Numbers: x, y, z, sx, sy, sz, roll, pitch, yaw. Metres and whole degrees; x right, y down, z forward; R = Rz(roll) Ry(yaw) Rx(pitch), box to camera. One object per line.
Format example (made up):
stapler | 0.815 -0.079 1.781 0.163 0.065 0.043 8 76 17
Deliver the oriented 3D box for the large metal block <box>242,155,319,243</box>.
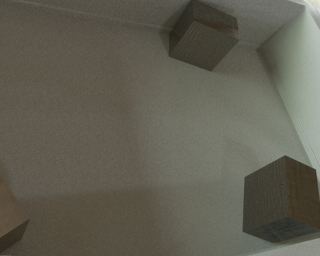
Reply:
large metal block | 0.153 0.094 0.398 0.050 0.080 0.080 24 53 -14

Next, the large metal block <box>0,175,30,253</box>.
large metal block | -0.155 0.083 0.237 0.081 0.080 0.050 -32 80 -38

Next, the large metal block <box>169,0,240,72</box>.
large metal block | 0.068 -0.146 0.498 0.081 0.080 0.050 15 56 -20
